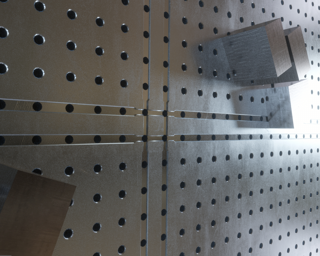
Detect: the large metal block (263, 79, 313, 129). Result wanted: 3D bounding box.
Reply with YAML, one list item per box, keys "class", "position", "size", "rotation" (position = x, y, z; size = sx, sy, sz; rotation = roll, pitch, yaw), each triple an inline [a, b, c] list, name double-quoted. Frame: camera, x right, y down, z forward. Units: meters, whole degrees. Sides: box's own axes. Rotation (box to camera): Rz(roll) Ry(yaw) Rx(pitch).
- class: "large metal block"
  position: [0.253, -0.048, 0.609]
  size: [0.081, 0.050, 0.079]
  rotation: [-21, 103, -38]

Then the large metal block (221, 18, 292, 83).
- class: "large metal block"
  position: [0.158, -0.125, 0.509]
  size: [0.050, 0.080, 0.080]
  rotation: [-34, 111, -35]

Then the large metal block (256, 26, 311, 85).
- class: "large metal block"
  position: [0.210, -0.127, 0.553]
  size: [0.050, 0.080, 0.080]
  rotation: [-37, 113, -34]

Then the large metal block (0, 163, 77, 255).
- class: "large metal block"
  position: [-0.126, 0.077, 0.269]
  size: [0.050, 0.080, 0.080]
  rotation: [27, 73, -37]
